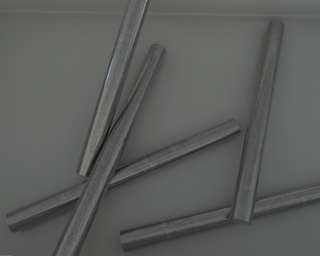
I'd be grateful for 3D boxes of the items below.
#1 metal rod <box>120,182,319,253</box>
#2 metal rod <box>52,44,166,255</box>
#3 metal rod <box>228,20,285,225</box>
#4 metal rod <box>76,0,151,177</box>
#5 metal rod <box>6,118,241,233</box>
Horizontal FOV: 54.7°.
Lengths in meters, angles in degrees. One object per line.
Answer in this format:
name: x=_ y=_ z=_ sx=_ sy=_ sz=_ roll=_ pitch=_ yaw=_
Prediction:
metal rod: x=0.103 y=0.100 z=0.374 sx=0.302 sy=0.025 sz=0.025 roll=-12 pitch=71 yaw=-5
metal rod: x=-0.051 y=0.011 z=0.384 sx=0.025 sy=0.025 sz=0.300 roll=18 pitch=63 yaw=6
metal rod: x=0.132 y=-0.025 z=0.406 sx=0.025 sy=0.025 sz=0.300 roll=16 pitch=65 yaw=5
metal rod: x=-0.047 y=-0.084 z=0.375 sx=0.025 sy=0.025 sz=0.298 roll=19 pitch=96 yaw=6
metal rod: x=-0.038 y=0.055 z=0.388 sx=0.302 sy=0.025 sz=0.025 roll=-22 pitch=72 yaw=-9
